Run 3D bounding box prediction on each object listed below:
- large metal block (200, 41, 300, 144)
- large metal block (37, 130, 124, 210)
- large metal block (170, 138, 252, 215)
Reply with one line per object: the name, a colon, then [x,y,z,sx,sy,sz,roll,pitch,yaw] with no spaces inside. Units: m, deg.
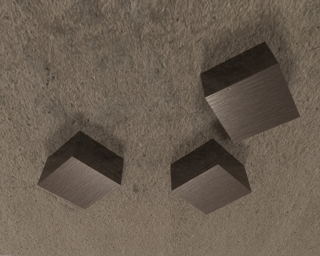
large metal block: [0.103,-0.039,0.360,0.080,0.050,0.080,-25,126,19]
large metal block: [-0.111,0.062,0.442,0.080,0.050,0.080,-37,122,26]
large metal block: [0.073,0.073,0.455,0.080,0.050,0.080,-35,122,26]
